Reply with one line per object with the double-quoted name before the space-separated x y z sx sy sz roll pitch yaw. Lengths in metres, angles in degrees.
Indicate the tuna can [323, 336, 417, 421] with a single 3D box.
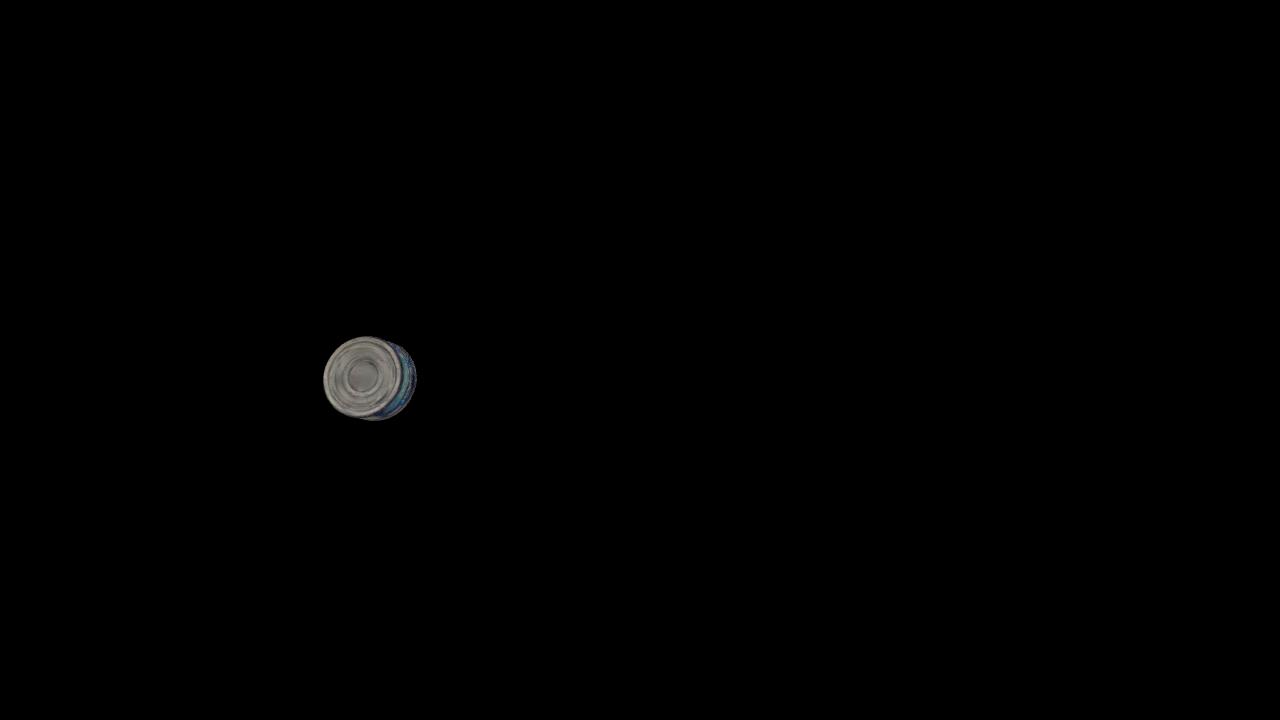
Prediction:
"tuna can" -0.273 0.018 0.622 0.084 0.084 0.034 0 -10 4
